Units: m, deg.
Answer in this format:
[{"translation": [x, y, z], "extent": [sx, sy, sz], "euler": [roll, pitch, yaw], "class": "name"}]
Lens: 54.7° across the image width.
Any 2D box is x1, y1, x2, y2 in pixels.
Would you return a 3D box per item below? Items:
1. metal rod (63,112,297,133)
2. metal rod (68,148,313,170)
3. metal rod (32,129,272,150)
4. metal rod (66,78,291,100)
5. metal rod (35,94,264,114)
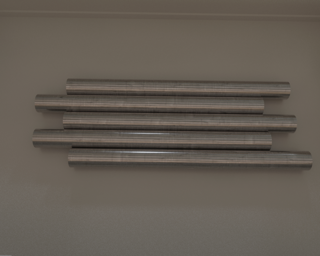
[{"translation": [0.026, -0.007, 0.411], "extent": [0.302, 0.025, 0.025], "euler": [1, 70, 0], "class": "metal rod"}, {"translation": [0.038, 0.040, 0.394], "extent": [0.302, 0.025, 0.025], "euler": [1, 70, 0], "class": "metal rod"}, {"translation": [-0.009, 0.015, 0.402], "extent": [0.302, 0.025, 0.025], "euler": [1, 70, 0], "class": "metal rod"}, {"translation": [0.025, -0.054, 0.428], "extent": [0.302, 0.025, 0.025], "euler": [1, 70, 0], "class": "metal rod"}, {"translation": [-0.013, -0.031, 0.419], "extent": [0.302, 0.025, 0.025], "euler": [1, 70, 0], "class": "metal rod"}]
